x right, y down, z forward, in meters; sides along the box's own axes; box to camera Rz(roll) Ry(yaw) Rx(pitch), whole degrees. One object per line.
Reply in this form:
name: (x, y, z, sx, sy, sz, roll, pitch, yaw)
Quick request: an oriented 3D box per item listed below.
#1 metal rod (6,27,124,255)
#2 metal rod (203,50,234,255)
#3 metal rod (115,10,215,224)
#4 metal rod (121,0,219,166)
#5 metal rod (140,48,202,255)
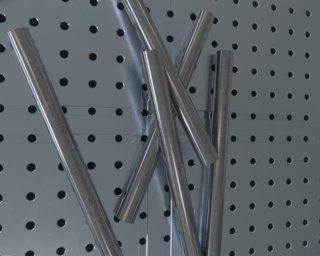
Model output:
metal rod: (-0.110, 0.029, 0.372, 0.025, 0.025, 0.299, -23, 98, -18)
metal rod: (0.083, 0.040, 0.442, 0.025, 0.025, 0.298, 4, 89, -20)
metal rod: (0.010, -0.021, 0.415, 0.025, 0.025, 0.299, 24, 82, -19)
metal rod: (-0.001, -0.091, 0.391, 0.025, 0.025, 0.299, -26, 91, -18)
metal rod: (0.019, 0.051, 0.398, 0.025, 0.025, 0.298, -17, 104, -19)
